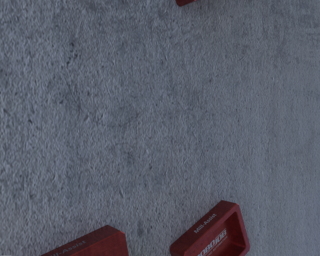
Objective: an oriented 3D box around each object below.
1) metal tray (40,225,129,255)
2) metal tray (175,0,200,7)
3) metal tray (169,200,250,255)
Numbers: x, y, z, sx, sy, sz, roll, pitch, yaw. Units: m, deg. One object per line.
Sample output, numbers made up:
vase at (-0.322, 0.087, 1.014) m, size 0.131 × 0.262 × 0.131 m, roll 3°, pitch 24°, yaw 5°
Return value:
metal tray at (-0.092, 0.171, 0.325) m, size 0.131 × 0.030 × 0.089 m, roll -15°, pitch 100°, yaw -39°
metal tray at (0.043, -0.249, 0.437) m, size 0.091 × 0.030 × 0.129 m, roll -33°, pitch 111°, yaw -35°
metal tray at (0.080, 0.182, 0.468) m, size 0.131 × 0.030 × 0.090 m, roll -29°, pitch 108°, yaw -36°
